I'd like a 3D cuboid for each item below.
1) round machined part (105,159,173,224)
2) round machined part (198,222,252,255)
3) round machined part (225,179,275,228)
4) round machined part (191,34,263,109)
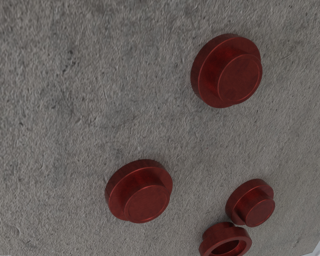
[{"bbox_3d":[-0.025,0.096,0.442,0.099,0.042,0.097,-14,124,-21],"label":"round machined part"},{"bbox_3d":[0.119,0.215,0.585,0.099,0.042,0.097,-10,131,-11],"label":"round machined part"},{"bbox_3d":[0.176,0.147,0.583,0.099,0.042,0.097,-14,124,-21],"label":"round machined part"},{"bbox_3d":[0.093,-0.069,0.404,0.099,0.042,0.097,-14,124,-21],"label":"round machined part"}]
